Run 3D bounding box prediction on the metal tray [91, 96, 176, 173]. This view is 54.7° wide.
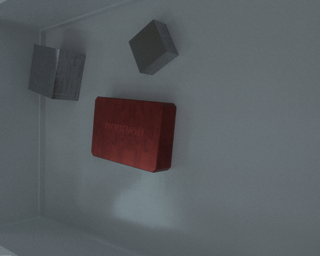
[{"bbox_3d":[-0.041,0.005,0.435,0.130,0.030,0.089,9,96,39],"label":"metal tray"}]

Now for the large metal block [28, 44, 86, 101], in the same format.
[{"bbox_3d":[-0.179,-0.096,0.535,0.080,0.050,0.079,20,103,38],"label":"large metal block"}]

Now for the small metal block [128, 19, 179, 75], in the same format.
[{"bbox_3d":[-0.009,-0.106,0.413,0.050,0.025,0.050,-31,71,35],"label":"small metal block"}]
